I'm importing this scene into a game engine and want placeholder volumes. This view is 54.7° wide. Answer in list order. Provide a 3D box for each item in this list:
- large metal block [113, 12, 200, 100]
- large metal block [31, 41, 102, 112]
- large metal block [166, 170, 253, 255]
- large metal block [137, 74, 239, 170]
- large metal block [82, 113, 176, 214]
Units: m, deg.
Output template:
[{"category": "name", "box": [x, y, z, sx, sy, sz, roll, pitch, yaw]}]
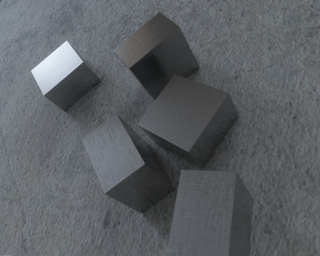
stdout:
[{"category": "large metal block", "box": [-0.003, -0.095, 0.427, 0.080, 0.080, 0.050, -40, 51, 1]}, {"category": "large metal block", "box": [-0.159, -0.088, 0.523, 0.080, 0.050, 0.080, -41, 51, 0]}, {"category": "large metal block", "box": [0.051, 0.091, 0.285, 0.050, 0.080, 0.080, -2, 61, 27]}, {"category": "large metal block", "box": [0.034, -0.009, 0.375, 0.080, 0.050, 0.080, 27, 76, 37]}, {"category": "large metal block", "box": [-0.036, 0.043, 0.360, 0.050, 0.080, 0.080, -37, 51, 3]}]
